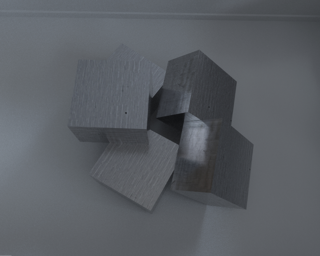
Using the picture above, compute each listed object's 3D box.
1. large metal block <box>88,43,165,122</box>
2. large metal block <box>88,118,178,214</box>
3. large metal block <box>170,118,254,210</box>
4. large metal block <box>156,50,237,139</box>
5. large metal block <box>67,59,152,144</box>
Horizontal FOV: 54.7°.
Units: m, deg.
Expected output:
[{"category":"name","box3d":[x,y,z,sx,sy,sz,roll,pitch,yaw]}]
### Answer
[{"category":"large metal block","box3d":[-0.042,-0.052,0.414,0.080,0.050,0.080,34,73,11]},{"category":"large metal block","box3d":[-0.025,0.046,0.374,0.080,0.050,0.080,28,72,9]},{"category":"large metal block","box3d":[0.063,0.043,0.357,0.050,0.080,0.080,-5,64,40]},{"category":"large metal block","box3d":[0.048,-0.036,0.386,0.080,0.050,0.080,28,64,-38]},{"category":"large metal block","box3d":[-0.051,-0.028,0.350,0.081,0.050,0.080,2,69,1]}]
